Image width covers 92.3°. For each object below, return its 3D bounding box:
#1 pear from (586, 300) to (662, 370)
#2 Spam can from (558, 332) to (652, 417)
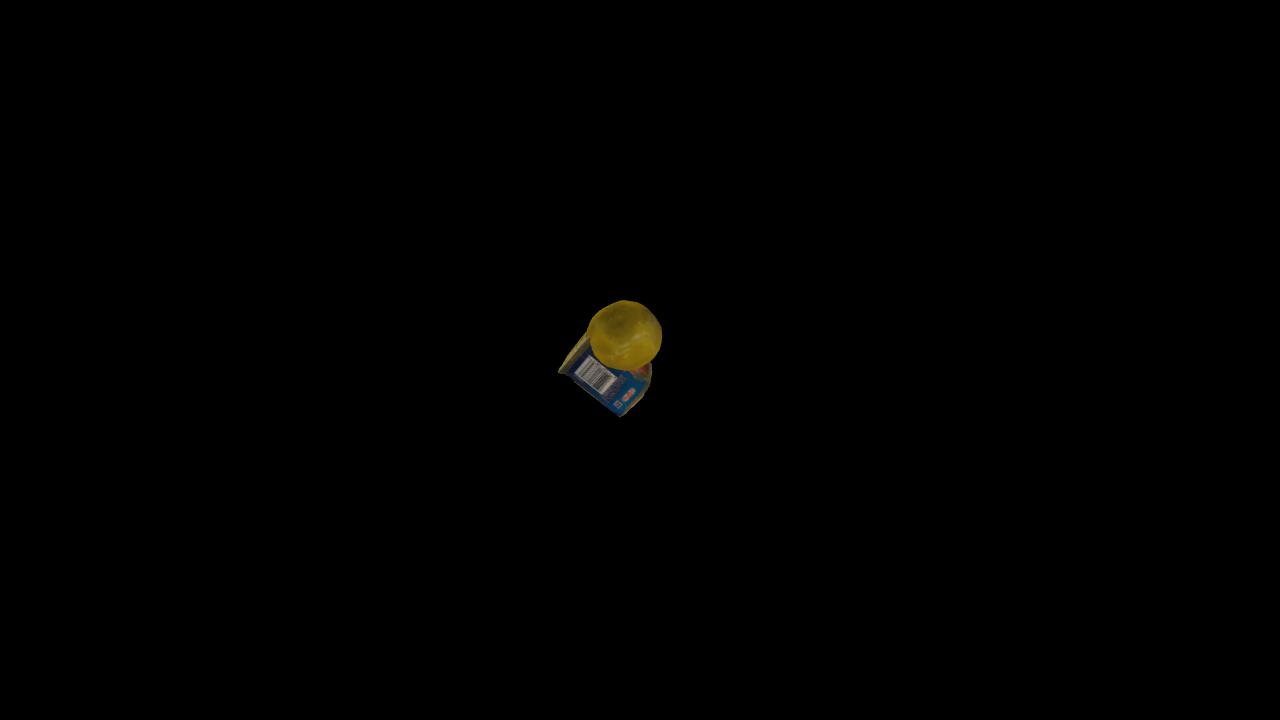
[{"bbox_3d":[-0.012,-0.015,0.670,0.080,0.080,0.111,0,-21,12],"label":"pear"},{"bbox_3d":[-0.035,0.008,0.682,0.085,0.058,0.101,40,15,-8],"label":"Spam can"}]
